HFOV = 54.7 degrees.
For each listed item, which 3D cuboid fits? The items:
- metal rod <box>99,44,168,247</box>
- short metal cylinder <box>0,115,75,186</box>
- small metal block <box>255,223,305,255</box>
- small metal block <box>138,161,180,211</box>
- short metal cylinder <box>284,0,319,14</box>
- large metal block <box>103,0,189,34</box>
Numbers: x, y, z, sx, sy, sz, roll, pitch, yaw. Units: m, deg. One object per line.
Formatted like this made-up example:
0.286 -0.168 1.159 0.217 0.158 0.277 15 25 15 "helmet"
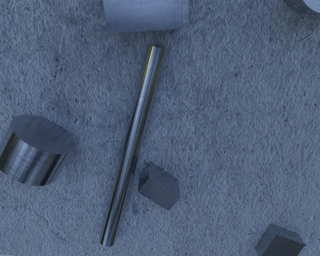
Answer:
-0.041 0.037 0.422 0.025 0.025 0.298 14 109 -5 "metal rod"
-0.155 0.027 0.389 0.080 0.080 0.050 30 107 -11 "short metal cylinder"
0.185 0.183 0.479 0.050 0.025 0.050 22 109 -8 "small metal block"
-0.001 0.079 0.425 0.050 0.050 0.025 35 106 -12 "small metal block"
0.180 -0.166 0.337 0.081 0.050 0.079 0 110 0 "short metal cylinder"
-0.013 -0.132 0.332 0.080 0.080 0.050 -4 110 1 "large metal block"
